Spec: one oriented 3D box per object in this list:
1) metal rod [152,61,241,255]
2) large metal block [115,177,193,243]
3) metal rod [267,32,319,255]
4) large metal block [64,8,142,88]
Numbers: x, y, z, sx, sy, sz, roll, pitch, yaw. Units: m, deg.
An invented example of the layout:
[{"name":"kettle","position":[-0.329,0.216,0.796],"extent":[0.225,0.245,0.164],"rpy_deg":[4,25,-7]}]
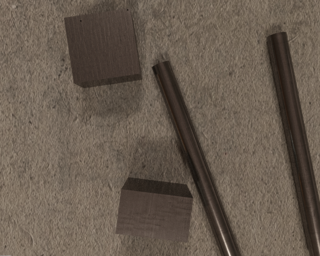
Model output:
[{"name":"metal rod","position":[0.053,0.056,0.410],"extent":[0.025,0.025,0.299],"rpy_deg":[-20,90,0]},{"name":"large metal block","position":[-0.006,0.097,0.383],"extent":[0.081,0.080,0.050],"rpy_deg":[7,90,-1]},{"name":"metal rod","position":[0.184,0.023,0.412],"extent":[0.025,0.025,0.298],"rpy_deg":[-11,90,0]},{"name":"large metal block","position":[-0.070,-0.099,0.397],"extent":[0.081,0.050,0.080],"rpy_deg":[-9,90,-1]}]
